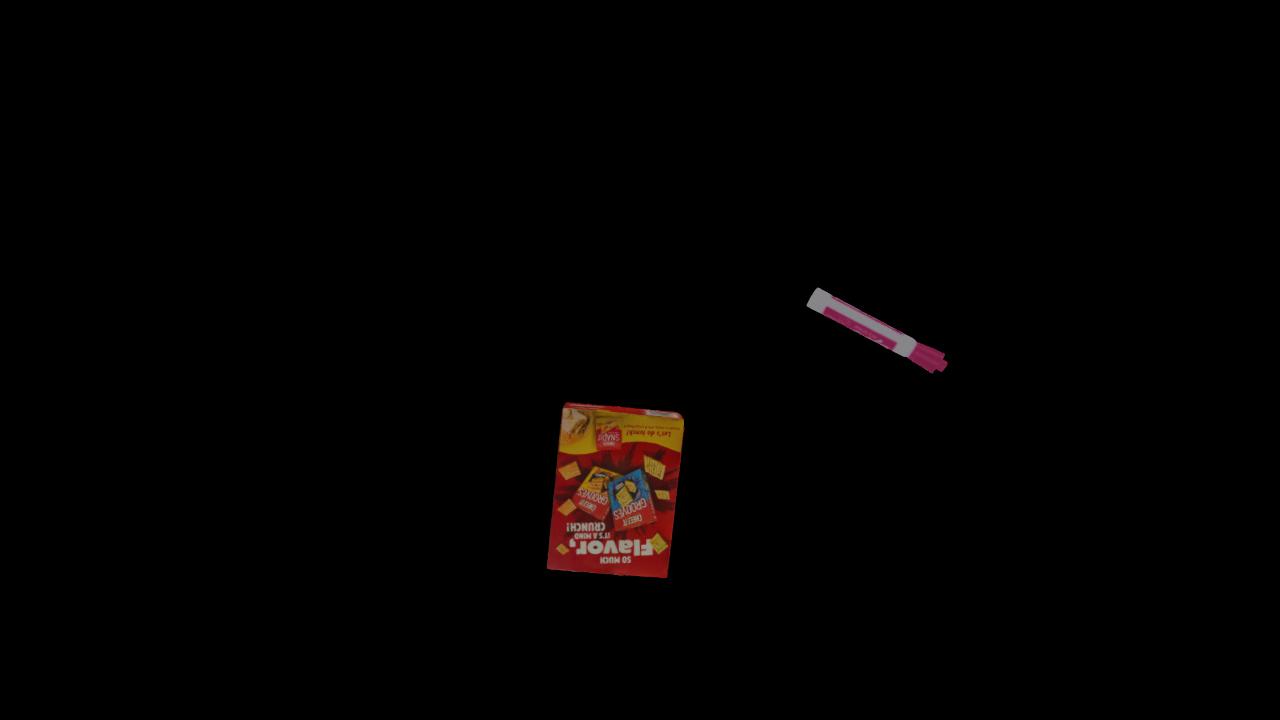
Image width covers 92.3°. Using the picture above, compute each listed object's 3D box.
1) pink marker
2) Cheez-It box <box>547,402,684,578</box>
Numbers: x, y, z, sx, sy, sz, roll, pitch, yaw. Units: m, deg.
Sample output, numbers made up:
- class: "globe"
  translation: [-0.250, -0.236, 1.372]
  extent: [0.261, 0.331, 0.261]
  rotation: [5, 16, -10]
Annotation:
- class: "pink marker"
  translation: [0.198, -0.024, 0.515]
  extent: [0.121, 0.020, 0.020]
  rotation: [32, 9, 15]
- class: "Cheez-It box"
  translation: [-0.033, 0.176, 0.844]
  extent: [0.166, 0.223, 0.071]
  rotation: [5, 3, -3]
